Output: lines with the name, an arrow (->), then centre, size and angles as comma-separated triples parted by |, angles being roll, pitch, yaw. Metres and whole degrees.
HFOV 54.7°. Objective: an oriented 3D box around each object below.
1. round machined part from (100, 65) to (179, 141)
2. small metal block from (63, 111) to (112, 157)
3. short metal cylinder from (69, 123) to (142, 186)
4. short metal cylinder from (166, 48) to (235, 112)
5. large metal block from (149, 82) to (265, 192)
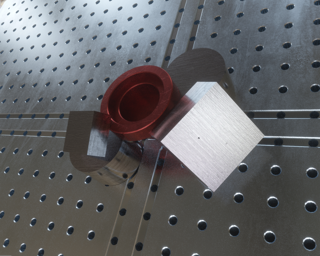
round machined part -> -0.022, -0.027, 0.387 | 0.098, 0.042, 0.098 | -13, 56, 21
small metal block -> -0.087, 0.007, 0.370 | 0.050, 0.025, 0.050 | 2, 81, 42
short metal cylinder -> -0.071, 0.030, 0.411 | 0.080, 0.050, 0.080 | -13, 56, 21
short metal cylinder -> 0.051, -0.056, 0.399 | 0.080, 0.050, 0.080 | -13, 56, 21
large metal block -> 0.049, 0.007, 0.334 | 0.080, 0.080, 0.050 | -47, 17, -5
